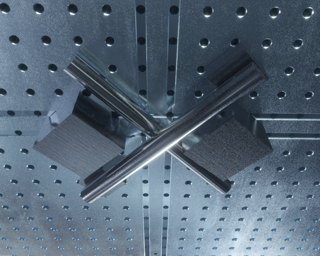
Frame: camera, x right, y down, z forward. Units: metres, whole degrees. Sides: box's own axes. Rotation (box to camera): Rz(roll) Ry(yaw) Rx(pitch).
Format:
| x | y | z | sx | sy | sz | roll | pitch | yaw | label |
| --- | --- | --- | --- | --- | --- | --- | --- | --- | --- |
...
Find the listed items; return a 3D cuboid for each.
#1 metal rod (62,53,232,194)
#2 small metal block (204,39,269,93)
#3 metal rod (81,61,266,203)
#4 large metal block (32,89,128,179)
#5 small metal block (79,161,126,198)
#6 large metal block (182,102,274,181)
| x | y | z | sx | sy | sz | roll | pitch | yaw | label |
| --- | --- | --- | --- | --- | --- | --- | --- | --- | --- |
| 0.001 | 0.010 | 0.418 | 0.025 | 0.025 | 0.301 | -35 | 122 | 26 | metal rod |
| 0.088 | -0.064 | 0.358 | 0.050 | 0.025 | 0.050 | -37 | 122 | 27 | small metal block |
| -0.002 | 0.020 | 0.395 | 0.299 | 0.025 | 0.025 | -37 | 121 | 27 | metal rod |
| -0.101 | 0.010 | 0.403 | 0.080 | 0.050 | 0.080 | -36 | 122 | 26 | large metal block |
| -0.087 | 0.075 | 0.475 | 0.050 | 0.025 | 0.050 | 37 | 121 | -27 | small metal block |
| 0.086 | 0.014 | 0.408 | 0.080 | 0.050 | 0.080 | 35 | 122 | -26 | large metal block |
